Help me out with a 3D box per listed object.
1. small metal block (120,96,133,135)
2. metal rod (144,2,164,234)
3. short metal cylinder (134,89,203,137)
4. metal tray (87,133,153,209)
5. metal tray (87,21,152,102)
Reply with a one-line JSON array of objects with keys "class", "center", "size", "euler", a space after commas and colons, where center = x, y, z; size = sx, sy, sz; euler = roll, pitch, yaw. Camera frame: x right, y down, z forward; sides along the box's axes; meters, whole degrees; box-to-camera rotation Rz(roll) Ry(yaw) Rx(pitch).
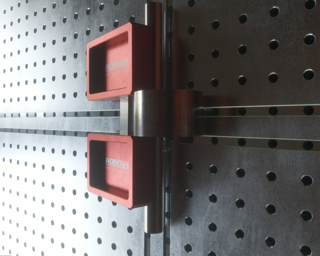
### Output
[{"class": "small metal block", "center": [-0.037, -0.016, 0.421], "size": [0.050, 0.025, 0.050], "euler": [-177, 88, -71]}, {"class": "metal rod", "center": [-0.008, -0.013, 0.410], "size": [0.025, 0.025, 0.298], "euler": [0, 90, 40]}, {"class": "short metal cylinder", "center": [0.010, -0.016, 0.361], "size": [0.080, 0.081, 0.050], "euler": [0, 90, 40]}, {"class": "metal tray", "center": [-0.060, 0.053, 0.433], "size": [0.130, 0.030, 0.089], "euler": [1, 91, 52]}, {"class": "metal tray", "center": [-0.061, -0.086, 0.434], "size": [0.130, 0.030, 0.089], "euler": [0, 90, 52]}]
